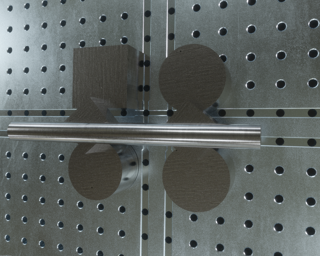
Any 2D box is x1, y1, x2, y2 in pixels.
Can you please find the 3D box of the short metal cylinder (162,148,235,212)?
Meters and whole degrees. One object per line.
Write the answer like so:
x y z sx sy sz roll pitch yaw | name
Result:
0.049 0.058 0.382 0.080 0.050 0.080 0 90 20 | short metal cylinder

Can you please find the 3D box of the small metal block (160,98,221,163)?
0.035 0.003 0.347 0.050 0.025 0.050 42 103 15 | small metal block

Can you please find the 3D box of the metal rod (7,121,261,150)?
-0.045 0.006 0.348 0.301 0.025 0.025 1 90 19 | metal rod

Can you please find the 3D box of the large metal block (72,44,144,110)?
-0.070 -0.066 0.423 0.080 0.050 0.080 1 91 20 | large metal block

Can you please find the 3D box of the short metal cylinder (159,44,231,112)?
0.045 -0.058 0.384 0.080 0.050 0.080 0 90 20 | short metal cylinder

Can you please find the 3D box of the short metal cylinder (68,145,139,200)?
-0.077 0.054 0.425 0.080 0.050 0.080 0 90 20 | short metal cylinder

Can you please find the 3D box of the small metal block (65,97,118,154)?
-0.084 -0.003 0.390 0.050 0.025 0.050 -42 77 15 | small metal block
